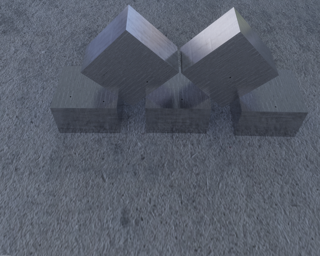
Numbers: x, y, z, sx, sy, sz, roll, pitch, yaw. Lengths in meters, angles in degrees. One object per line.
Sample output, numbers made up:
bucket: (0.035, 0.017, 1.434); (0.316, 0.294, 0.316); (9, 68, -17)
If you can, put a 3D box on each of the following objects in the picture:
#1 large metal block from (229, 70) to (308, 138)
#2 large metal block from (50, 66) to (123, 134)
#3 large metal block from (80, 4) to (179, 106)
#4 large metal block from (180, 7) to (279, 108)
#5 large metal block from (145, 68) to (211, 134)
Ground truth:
large metal block: (0.140, -0.034, 0.420); (0.081, 0.050, 0.080); (1, 50, 0)
large metal block: (-0.093, -0.039, 0.420); (0.081, 0.050, 0.080); (0, 50, 0)
large metal block: (-0.035, -0.083, 0.374); (0.080, 0.080, 0.050); (32, 40, -34)
large metal block: (0.082, -0.082, 0.377); (0.080, 0.080, 0.050); (-32, 40, 33)
large metal block: (0.023, -0.038, 0.421); (0.081, 0.050, 0.080); (1, 50, 0)
